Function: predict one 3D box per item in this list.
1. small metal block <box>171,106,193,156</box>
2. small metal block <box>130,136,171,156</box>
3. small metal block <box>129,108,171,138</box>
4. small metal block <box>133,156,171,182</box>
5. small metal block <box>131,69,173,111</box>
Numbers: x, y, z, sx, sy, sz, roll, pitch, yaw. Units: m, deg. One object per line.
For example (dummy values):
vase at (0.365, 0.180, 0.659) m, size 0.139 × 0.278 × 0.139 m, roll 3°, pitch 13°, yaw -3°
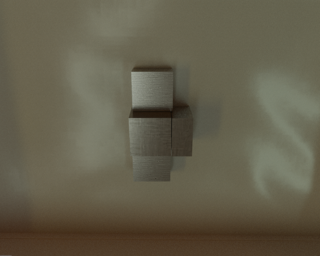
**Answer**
small metal block at (0.027, 0.003, 0.397) m, size 0.025 × 0.050 × 0.050 m, roll 0°, pitch 110°, yaw 0°
small metal block at (-0.011, 0.014, 0.401) m, size 0.050 × 0.050 × 0.025 m, roll 0°, pitch 110°, yaw 0°
small metal block at (-0.012, -0.009, 0.393) m, size 0.050 × 0.050 × 0.025 m, roll 0°, pitch 110°, yaw 0°
small metal block at (-0.011, 0.045, 0.426) m, size 0.050 × 0.025 × 0.050 m, roll 0°, pitch 110°, yaw 0°
small metal block at (-0.009, -0.048, 0.391) m, size 0.050 × 0.025 × 0.050 m, roll 0°, pitch 110°, yaw 0°
